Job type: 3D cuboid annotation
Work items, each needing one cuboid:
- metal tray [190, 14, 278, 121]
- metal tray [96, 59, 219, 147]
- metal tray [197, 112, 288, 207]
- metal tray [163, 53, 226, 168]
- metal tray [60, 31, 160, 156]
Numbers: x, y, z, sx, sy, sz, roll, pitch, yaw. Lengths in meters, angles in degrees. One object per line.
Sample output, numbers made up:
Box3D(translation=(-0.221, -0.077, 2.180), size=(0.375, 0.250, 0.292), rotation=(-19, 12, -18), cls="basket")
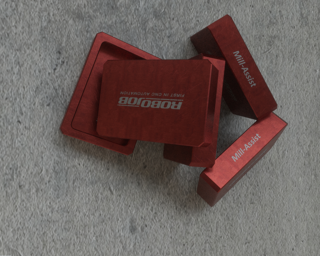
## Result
Box3D(translation=(0.094, -0.076, 0.409), size=(0.030, 0.090, 0.130), rotation=(-32, 101, -3), cls="metal tray")
Box3D(translation=(-0.005, -0.029, 0.349), size=(0.130, 0.030, 0.089), rotation=(5, 88, 24), cls="metal tray")
Box3D(translation=(0.107, 0.043, 0.417), size=(0.130, 0.090, 0.030), rotation=(-40, 68, -15), cls="metal tray")
Box3D(translation=(0.040, -0.020, 0.392), size=(0.030, 0.090, 0.129), rotation=(7, 88, -20), cls="metal tray")
Box3D(translation=(-0.059, -0.041, 0.387), size=(0.091, 0.030, 0.129), rotation=(21, 83, -19), cls="metal tray")
